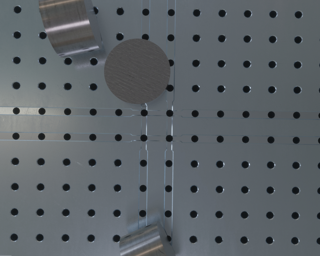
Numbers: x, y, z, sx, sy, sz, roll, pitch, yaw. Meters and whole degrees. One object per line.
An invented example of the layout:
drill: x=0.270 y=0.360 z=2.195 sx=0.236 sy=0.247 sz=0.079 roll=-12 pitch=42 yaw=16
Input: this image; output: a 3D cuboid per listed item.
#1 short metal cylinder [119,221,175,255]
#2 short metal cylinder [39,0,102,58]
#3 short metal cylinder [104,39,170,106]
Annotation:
short metal cylinder: x=-0.010 y=0.164 z=0.386 sx=0.050 sy=0.080 sz=0.080 roll=-24 pitch=90 yaw=0
short metal cylinder: x=-0.108 y=-0.132 z=0.385 sx=0.050 sy=0.080 sz=0.080 roll=-13 pitch=90 yaw=0
short metal cylinder: x=-0.028 y=-0.069 z=0.400 sx=0.081 sy=0.050 sz=0.079 roll=0 pitch=90 yaw=0
